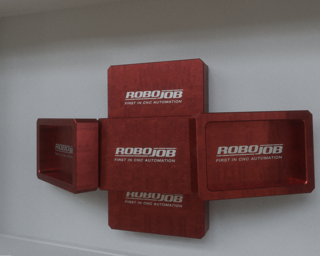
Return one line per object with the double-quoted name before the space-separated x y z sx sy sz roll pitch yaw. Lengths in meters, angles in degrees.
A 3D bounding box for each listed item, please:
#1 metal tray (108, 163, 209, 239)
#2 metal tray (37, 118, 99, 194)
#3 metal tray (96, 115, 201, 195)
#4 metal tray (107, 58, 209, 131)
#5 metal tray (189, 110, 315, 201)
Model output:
"metal tray" -0.003 0.090 0.406 0.130 0.030 0.089 0 90 19
"metal tray" -0.129 0.032 0.419 0.130 0.030 0.089 2 92 49
"metal tray" -0.013 0.031 0.379 0.130 0.030 0.089 -1 90 19
"metal tray" -0.004 -0.039 0.406 0.130 0.030 0.089 0 90 19
"metal tray" 0.100 0.027 0.338 0.131 0.030 0.089 -2 90 -10
